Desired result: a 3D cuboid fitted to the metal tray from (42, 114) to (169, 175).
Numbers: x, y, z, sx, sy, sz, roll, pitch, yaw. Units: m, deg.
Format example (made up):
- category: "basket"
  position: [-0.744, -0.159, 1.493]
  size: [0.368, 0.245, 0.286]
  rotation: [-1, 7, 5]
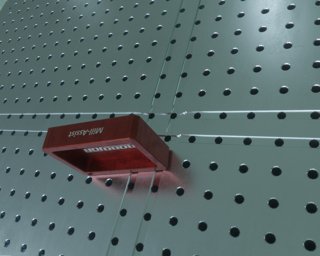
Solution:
- category: "metal tray"
  position: [-0.065, 0.026, 0.385]
  size: [0.130, 0.090, 0.030]
  rotation: [-8, 59, 24]
